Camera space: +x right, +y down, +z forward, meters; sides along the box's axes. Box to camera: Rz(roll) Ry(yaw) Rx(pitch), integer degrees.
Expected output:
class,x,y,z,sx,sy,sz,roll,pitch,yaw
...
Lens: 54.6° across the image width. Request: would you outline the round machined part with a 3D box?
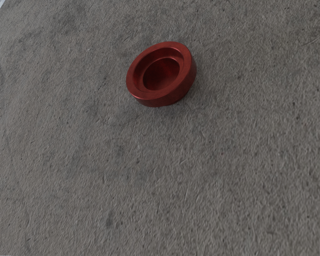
class,x,y,z,sx,sy,sz,roll,pitch,yaw
round machined part,0.005,-0.070,0.434,0.098,0.042,0.098,-13,56,21
